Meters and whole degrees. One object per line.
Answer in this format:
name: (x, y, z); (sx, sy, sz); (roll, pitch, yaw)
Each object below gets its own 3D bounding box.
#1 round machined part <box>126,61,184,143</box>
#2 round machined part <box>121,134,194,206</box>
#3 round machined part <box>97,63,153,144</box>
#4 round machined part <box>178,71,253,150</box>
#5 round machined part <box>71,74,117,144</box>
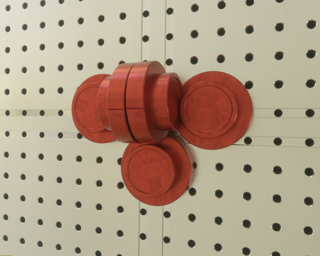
round machined part: (0.000, -0.031, 0.367); (0.042, 0.098, 0.097); (-1, 90, 20)
round machined part: (-0.007, 0.054, 0.405); (0.098, 0.042, 0.097); (0, 90, 19)
round machined part: (-0.042, -0.030, 0.381); (0.042, 0.098, 0.097); (1, 91, 20)
round machined part: (0.062, -0.022, 0.380); (0.098, 0.042, 0.097); (0, 90, 19)
round machined part: (-0.083, -0.027, 0.431); (0.098, 0.042, 0.097); (0, 90, 19)
